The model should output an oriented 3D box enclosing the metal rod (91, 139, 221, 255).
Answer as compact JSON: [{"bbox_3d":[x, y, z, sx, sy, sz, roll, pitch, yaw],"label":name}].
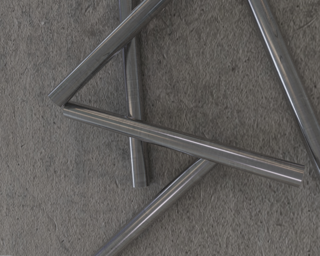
[{"bbox_3d":[-0.025,0.125,0.417,0.299,0.025,0.025,-45,76,14],"label":"metal rod"}]

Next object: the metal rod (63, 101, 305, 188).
[{"bbox_3d":[0.012,0.013,0.376,0.301,0.025,0.025,16,95,19],"label":"metal rod"}]

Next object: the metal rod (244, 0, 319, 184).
[{"bbox_3d":[0.152,-0.046,0.355,0.025,0.025,0.299,-22,83,19],"label":"metal rod"}]

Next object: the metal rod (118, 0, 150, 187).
[{"bbox_3d":[-0.037,-0.071,0.422,0.025,0.025,0.298,-5,88,20],"label":"metal rod"}]

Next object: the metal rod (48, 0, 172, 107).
[{"bbox_3d":[-0.029,-0.138,0.395,0.300,0.025,0.025,-43,77,5],"label":"metal rod"}]
